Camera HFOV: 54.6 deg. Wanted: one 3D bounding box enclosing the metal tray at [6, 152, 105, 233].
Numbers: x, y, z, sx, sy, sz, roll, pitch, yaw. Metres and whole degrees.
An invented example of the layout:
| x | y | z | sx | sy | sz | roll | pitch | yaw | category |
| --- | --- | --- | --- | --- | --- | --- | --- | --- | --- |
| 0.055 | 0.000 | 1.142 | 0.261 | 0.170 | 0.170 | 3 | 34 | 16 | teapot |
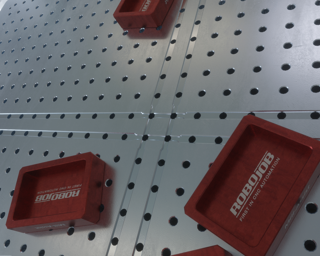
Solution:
| x | y | z | sx | sy | sz | roll | pitch | yaw | category |
| --- | --- | --- | --- | --- | --- | --- | --- | --- | --- |
| -0.143 | 0.089 | 0.426 | 0.130 | 0.030 | 0.090 | -13 | 56 | 21 | metal tray |

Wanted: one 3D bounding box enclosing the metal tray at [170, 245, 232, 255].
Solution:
| x | y | z | sx | sy | sz | roll | pitch | yaw | category |
| --- | --- | --- | --- | --- | --- | --- | --- | --- | --- |
| 0.011 | 0.172 | 0.293 | 0.130 | 0.030 | 0.090 | -20 | 54 | 16 | metal tray |

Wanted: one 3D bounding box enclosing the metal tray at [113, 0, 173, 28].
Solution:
| x | y | z | sx | sy | sz | roll | pitch | yaw | category |
| --- | --- | --- | --- | --- | --- | --- | --- | --- | --- |
| -0.019 | -0.242 | 0.564 | 0.090 | 0.030 | 0.130 | 10 | 67 | 32 | metal tray |

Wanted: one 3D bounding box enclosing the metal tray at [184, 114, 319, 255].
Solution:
| x | y | z | sx | sy | sz | roll | pitch | yaw | category |
| --- | --- | --- | --- | --- | --- | --- | --- | --- | --- |
| 0.097 | 0.058 | 0.318 | 0.090 | 0.030 | 0.130 | 27 | 76 | 37 | metal tray |
